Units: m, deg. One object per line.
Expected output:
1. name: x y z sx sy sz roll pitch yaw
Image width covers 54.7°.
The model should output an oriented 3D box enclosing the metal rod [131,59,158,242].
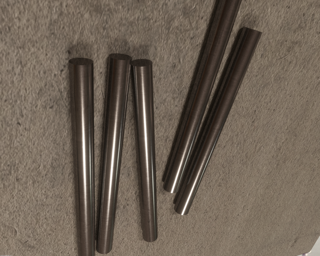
1. metal rod: -0.019 0.052 0.430 0.025 0.025 0.298 -15 125 -21

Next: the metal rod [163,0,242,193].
1. metal rod: 0.052 -0.039 0.412 0.025 0.025 0.298 1 118 -29

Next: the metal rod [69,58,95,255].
1. metal rod: -0.096 0.060 0.392 0.025 0.025 0.298 -8 122 -25

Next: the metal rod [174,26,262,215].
1. metal rod: 0.077 0.005 0.453 0.025 0.025 0.298 3 117 -30

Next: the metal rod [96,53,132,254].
1. metal rod: -0.064 0.053 0.405 0.025 0.025 0.298 -6 121 -26
